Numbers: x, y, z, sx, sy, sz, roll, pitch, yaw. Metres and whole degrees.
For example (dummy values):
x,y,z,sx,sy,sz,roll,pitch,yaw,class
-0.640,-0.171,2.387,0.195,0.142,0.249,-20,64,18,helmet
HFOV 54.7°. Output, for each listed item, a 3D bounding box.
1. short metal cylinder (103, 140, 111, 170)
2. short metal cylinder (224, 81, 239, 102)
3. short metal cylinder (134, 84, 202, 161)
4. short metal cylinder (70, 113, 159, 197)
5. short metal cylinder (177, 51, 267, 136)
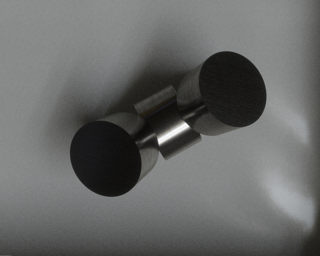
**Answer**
x,y,z,sx,sy,sz,roll,pitch,yaw,class
-0.048,0.025,0.397,0.081,0.050,0.079,0,90,-1,short metal cylinder
0.067,-0.037,0.398,0.081,0.050,0.079,0,90,-1,short metal cylinder
0.009,-0.007,0.382,0.050,0.080,0.080,-30,90,0,short metal cylinder
-0.047,0.026,0.332,0.080,0.050,0.079,4,104,18,short metal cylinder
0.065,-0.035,0.333,0.081,0.050,0.080,5,77,-21,short metal cylinder
